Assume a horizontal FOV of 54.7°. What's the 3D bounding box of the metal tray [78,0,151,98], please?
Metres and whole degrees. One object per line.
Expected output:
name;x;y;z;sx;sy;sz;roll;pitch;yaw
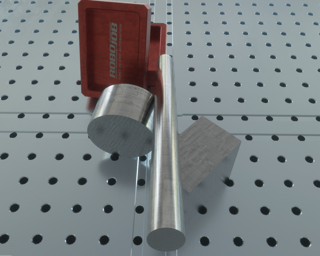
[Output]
metal tray;-0.062;-0.105;0.426;0.090;0.129;0.030;7;25;5

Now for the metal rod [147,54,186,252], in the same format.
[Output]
metal rod;0.006;-0.011;0.324;0.025;0.025;0.300;1;34;0

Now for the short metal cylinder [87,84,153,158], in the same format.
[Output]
short metal cylinder;-0.042;-0.007;0.378;0.080;0.080;0.050;6;50;5

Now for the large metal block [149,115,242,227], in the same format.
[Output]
large metal block;0.036;0.047;0.332;0.050;0.080;0.080;36;59;26

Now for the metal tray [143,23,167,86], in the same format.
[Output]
metal tray;-0.035;-0.125;0.508;0.091;0.030;0.130;1;50;1
